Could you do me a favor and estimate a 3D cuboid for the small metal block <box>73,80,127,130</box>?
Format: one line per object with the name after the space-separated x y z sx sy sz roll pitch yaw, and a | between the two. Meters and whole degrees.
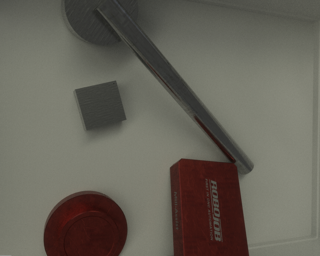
-0.075 -0.028 0.384 0.050 0.025 0.050 -16 96 -20 | small metal block

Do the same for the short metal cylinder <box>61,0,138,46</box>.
-0.071 -0.138 0.361 0.081 0.050 0.079 -7 109 -20 | short metal cylinder

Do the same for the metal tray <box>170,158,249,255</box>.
0.063 0.109 0.407 0.091 0.030 0.130 7 64 -20 | metal tray

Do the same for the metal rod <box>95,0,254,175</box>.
0.035 -0.037 0.393 0.300 0.025 0.025 46 76 -27 | metal rod

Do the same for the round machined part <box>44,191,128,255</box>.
-0.086 0.128 0.370 0.099 0.042 0.097 0 90 -21 | round machined part
